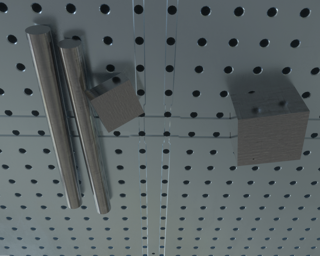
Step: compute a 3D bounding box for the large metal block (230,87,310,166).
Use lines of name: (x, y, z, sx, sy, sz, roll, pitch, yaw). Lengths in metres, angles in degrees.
large metal block: (0.135, 0.000, 0.397, 0.080, 0.050, 0.080, -7, 130, 5)

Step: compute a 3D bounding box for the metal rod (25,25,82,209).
metal rod: (-0.134, 0.011, 0.418, 0.025, 0.025, 0.298, 2, 130, -2)

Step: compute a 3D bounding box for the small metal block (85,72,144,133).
small metal block: (-0.054, -0.030, 0.372, 0.050, 0.025, 0.050, -31, 129, -10)

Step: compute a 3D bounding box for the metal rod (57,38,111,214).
metal rod: (-0.096, 0.023, 0.429, 0.025, 0.025, 0.298, -1, 130, 0)
